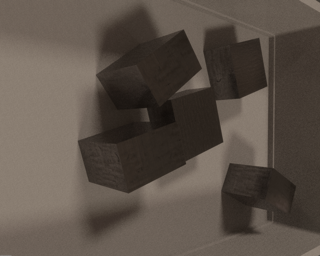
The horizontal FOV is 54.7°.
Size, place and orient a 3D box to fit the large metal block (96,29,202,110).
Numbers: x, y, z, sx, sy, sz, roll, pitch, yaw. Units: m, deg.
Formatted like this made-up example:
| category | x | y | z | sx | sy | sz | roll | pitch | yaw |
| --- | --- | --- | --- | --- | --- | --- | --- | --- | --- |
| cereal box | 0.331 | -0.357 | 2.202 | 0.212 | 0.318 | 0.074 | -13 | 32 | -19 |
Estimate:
| category | x | y | z | sx | sy | sz | roll | pitch | yaw |
| --- | --- | --- | --- | --- | --- | --- | --- | --- | --- |
| large metal block | -0.013 | -0.066 | 0.362 | 0.080 | 0.080 | 0.050 | -44 | 117 | -31 |

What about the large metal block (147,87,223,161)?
| category | x | y | z | sx | sy | sz | roll | pitch | yaw |
| --- | --- | --- | --- | --- | --- | --- | --- | --- | --- |
| large metal block | 0.035 | -0.007 | 0.422 | 0.081 | 0.050 | 0.079 | -21 | 104 | -38 |

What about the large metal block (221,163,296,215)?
| category | x | y | z | sx | sy | sz | roll | pitch | yaw |
| --- | --- | --- | --- | --- | --- | --- | --- | --- | --- |
| large metal block | 0.163 | 0.100 | 0.511 | 0.080 | 0.080 | 0.050 | 33 | 69 | -35 |

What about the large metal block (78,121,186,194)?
| category | x | y | z | sx | sy | sz | roll | pitch | yaw |
| --- | --- | --- | --- | --- | --- | --- | --- | --- | --- |
| large metal block | -0.032 | 0.027 | 0.346 | 0.081 | 0.080 | 0.050 | -21 | 104 | -38 |

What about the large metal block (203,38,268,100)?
| category | x | y | z | sx | sy | sz | roll | pitch | yaw |
| --- | --- | --- | --- | --- | --- | --- | --- | --- | --- |
| large metal block | 0.122 | -0.094 | 0.495 | 0.081 | 0.050 | 0.079 | -23 | 105 | -38 |
